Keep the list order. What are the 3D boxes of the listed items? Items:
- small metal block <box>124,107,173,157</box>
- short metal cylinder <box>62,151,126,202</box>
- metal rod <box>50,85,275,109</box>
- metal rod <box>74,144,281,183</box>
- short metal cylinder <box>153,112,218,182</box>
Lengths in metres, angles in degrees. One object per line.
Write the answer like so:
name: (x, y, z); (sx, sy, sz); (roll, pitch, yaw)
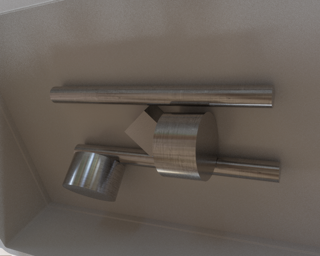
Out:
small metal block: (-0.011, 0.003, 0.413); (0.050, 0.025, 0.050); (44, 129, -3)
short metal cylinder: (-0.098, 0.074, 0.463); (0.080, 0.050, 0.080); (13, 157, 6)
metal rod: (-0.017, -0.041, 0.388); (0.301, 0.025, 0.025); (3, 120, 26)
metal rod: (0.006, 0.045, 0.429); (0.301, 0.025, 0.025); (3, 120, 26)
short metal cylinder: (0.033, 0.020, 0.366); (0.050, 0.080, 0.079); (2, 119, 27)
